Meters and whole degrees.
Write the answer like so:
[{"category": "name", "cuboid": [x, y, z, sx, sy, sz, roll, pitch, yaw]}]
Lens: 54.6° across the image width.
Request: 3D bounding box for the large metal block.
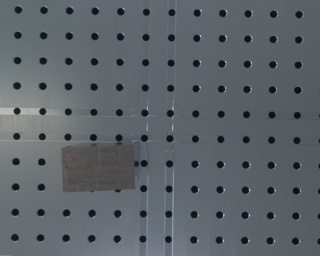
[{"category": "large metal block", "cuboid": [-0.069, 0.045, 0.385, 0.080, 0.080, 0.050, -3, 90, 0]}]
